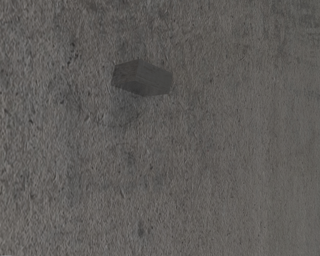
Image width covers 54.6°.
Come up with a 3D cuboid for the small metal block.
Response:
[{"bbox_3d":[-0.022,-0.058,0.369,0.050,0.050,0.025,16,80,-39],"label":"small metal block"}]
